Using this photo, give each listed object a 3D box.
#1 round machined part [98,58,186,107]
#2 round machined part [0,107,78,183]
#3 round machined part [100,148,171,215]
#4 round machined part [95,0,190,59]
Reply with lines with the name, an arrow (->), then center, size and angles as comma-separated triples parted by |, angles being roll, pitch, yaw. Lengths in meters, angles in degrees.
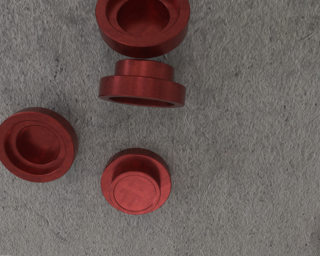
round machined part -> -0.019, -0.051, 0.356 | 0.099, 0.098, 0.042 | 5, 88, -2
round machined part -> -0.156, 0.019, 0.406 | 0.099, 0.042, 0.097 | 0, 110, 0
round machined part -> -0.033, 0.080, 0.430 | 0.099, 0.042, 0.097 | 0, 110, 0
round machined part -> -0.018, -0.116, 0.340 | 0.099, 0.042, 0.098 | 0, 66, 0
